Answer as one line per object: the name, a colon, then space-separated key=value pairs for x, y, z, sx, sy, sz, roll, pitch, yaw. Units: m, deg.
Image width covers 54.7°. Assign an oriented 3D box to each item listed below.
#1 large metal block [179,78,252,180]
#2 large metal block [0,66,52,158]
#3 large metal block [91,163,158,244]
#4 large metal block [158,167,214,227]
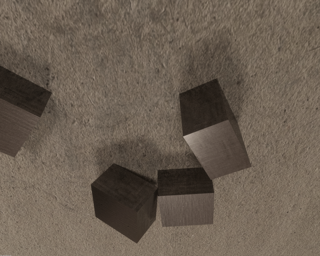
large metal block: x=0.065 y=0.001 z=0.373 sx=0.050 sy=0.080 sz=0.080 roll=-22 pitch=127 yaw=17
large metal block: x=-0.190 y=-0.021 z=0.370 sx=0.080 sy=0.050 sz=0.080 roll=29 pitch=124 yaw=-23
large metal block: x=-0.052 y=0.112 z=0.462 sx=0.080 sy=0.050 sz=0.079 roll=25 pitch=135 yaw=23
large metal block: x=0.040 y=0.109 z=0.484 sx=0.080 sy=0.050 sz=0.080 roll=-4 pitch=130 yaw=3
